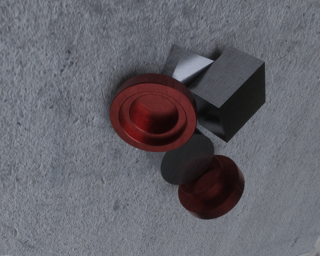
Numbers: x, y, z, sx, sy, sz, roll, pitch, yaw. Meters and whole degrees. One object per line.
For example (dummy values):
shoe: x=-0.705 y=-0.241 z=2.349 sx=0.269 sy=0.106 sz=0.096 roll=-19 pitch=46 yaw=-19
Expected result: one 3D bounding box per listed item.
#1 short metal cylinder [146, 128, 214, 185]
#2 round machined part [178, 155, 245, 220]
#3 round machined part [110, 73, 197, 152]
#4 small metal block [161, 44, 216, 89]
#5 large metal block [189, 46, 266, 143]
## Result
short metal cylinder: x=0.027 y=0.031 z=0.426 sx=0.081 sy=0.050 sz=0.079 roll=-14 pitch=125 yaw=-21
round machined part: x=0.067 y=0.078 z=0.447 sx=0.098 sy=0.098 sz=0.042 roll=-41 pitch=123 yaw=0
round machined part: x=-0.006 y=-0.021 z=0.362 sx=0.099 sy=0.042 sz=0.097 roll=4 pitch=128 yaw=5
small metal block: x=0.033 y=-0.070 z=0.383 sx=0.050 sy=0.025 sz=0.050 roll=11 pitch=113 yaw=-33
large metal block: x=0.088 y=-0.041 z=0.394 sx=0.080 sy=0.050 sz=0.080 roll=-45 pitch=145 yaw=-12
